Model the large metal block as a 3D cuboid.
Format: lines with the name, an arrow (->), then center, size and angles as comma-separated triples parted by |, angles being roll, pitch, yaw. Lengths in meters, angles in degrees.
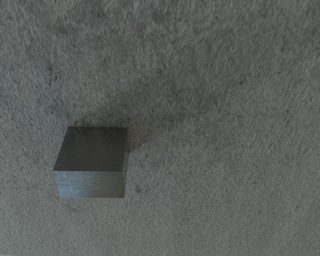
large metal block -> -0.085, 0.044, 0.407 | 0.080, 0.080, 0.050 | 1, 130, -1
